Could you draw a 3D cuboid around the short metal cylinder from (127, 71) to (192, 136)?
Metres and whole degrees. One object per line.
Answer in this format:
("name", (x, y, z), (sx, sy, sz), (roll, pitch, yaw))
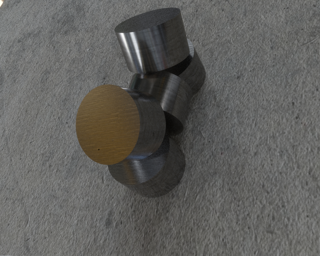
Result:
("short metal cylinder", (-0.004, -0.030, 0.391), (0.080, 0.080, 0.050), (2, 63, 29))

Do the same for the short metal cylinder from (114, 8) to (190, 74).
("short metal cylinder", (-0.009, -0.107, 0.376), (0.080, 0.050, 0.080), (-13, 32, 9))

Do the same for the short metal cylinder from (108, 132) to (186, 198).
("short metal cylinder", (-0.015, 0.039, 0.374), (0.080, 0.050, 0.080), (-13, 56, 21))

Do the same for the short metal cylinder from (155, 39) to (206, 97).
("short metal cylinder", (0.018, -0.080, 0.430), (0.080, 0.050, 0.080), (-13, 56, 21))

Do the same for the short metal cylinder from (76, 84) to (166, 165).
("short metal cylinder", (-0.041, -0.003, 0.328), (0.080, 0.050, 0.080), (0, 89, 29))
